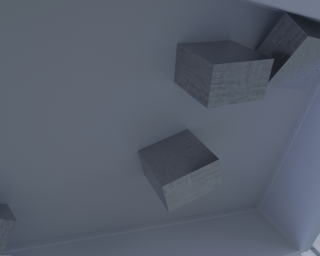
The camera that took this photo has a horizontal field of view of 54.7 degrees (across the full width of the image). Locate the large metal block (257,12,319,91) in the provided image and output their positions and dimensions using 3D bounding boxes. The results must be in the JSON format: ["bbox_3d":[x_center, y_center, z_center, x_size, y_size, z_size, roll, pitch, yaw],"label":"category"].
[{"bbox_3d":[0.183,-0.099,0.416,0.081,0.050,0.079,1,140,-29],"label":"large metal block"}]

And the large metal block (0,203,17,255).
[{"bbox_3d":[-0.217,0.122,0.334,0.080,0.050,0.080,26,84,-37],"label":"large metal block"}]

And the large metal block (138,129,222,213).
[{"bbox_3d":[0.026,0.055,0.423,0.081,0.080,0.050,-23,127,-15],"label":"large metal block"}]

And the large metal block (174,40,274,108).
[{"bbox_3d":[0.072,-0.068,0.372,0.081,0.080,0.050,-10,123,-23],"label":"large metal block"}]
